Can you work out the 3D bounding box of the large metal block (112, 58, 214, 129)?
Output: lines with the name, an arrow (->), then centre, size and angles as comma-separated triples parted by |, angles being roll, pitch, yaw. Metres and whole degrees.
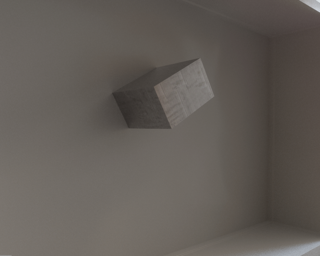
large metal block -> 0.004, -0.041, 0.376 | 0.080, 0.080, 0.050 | -37, 113, -34
